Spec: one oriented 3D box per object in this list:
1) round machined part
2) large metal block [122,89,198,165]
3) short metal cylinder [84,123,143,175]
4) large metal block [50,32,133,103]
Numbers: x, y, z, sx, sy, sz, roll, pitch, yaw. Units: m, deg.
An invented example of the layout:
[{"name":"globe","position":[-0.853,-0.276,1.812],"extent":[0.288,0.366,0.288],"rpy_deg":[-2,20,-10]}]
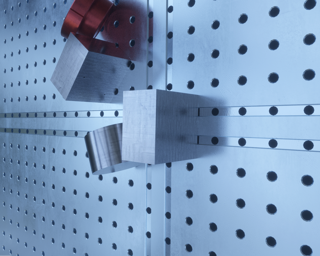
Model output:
[{"name":"round machined part","position":[-0.103,-0.168,0.462],"extent":[0.098,0.042,0.098],"rpy_deg":[-53,15,22]},{"name":"large metal block","position":[0.002,-0.002,0.372],"extent":[0.050,0.081,0.079],"rpy_deg":[2,92,40]},{"name":"short metal cylinder","position":[-0.057,0.029,0.421],"extent":[0.080,0.081,0.050],"rpy_deg":[-25,74,37]},{"name":"large metal block","position":[-0.101,-0.085,0.457],"extent":[0.050,0.081,0.080],"rpy_deg":[47,118,29]}]
